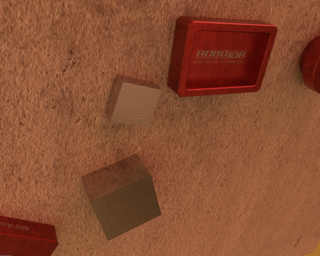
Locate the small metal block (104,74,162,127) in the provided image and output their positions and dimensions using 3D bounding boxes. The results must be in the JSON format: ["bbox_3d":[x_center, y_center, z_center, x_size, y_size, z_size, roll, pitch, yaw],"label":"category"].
[{"bbox_3d":[-0.033,-0.032,0.369,0.050,0.025,0.050,8,115,-32],"label":"small metal block"}]

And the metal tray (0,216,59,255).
[{"bbox_3d":[-0.208,0.155,0.386,0.131,0.030,0.090,27,103,-38],"label":"metal tray"}]

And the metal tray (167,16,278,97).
[{"bbox_3d":[0.079,-0.089,0.391,0.131,0.030,0.089,-7,121,-25],"label":"metal tray"}]

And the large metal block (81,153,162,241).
[{"bbox_3d":[-0.051,0.093,0.420,0.081,0.050,0.080,-22,127,-15],"label":"large metal block"}]

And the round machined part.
[{"bbox_3d":[0.254,-0.103,0.471,0.099,0.042,0.097,-14,124,-21],"label":"round machined part"}]
